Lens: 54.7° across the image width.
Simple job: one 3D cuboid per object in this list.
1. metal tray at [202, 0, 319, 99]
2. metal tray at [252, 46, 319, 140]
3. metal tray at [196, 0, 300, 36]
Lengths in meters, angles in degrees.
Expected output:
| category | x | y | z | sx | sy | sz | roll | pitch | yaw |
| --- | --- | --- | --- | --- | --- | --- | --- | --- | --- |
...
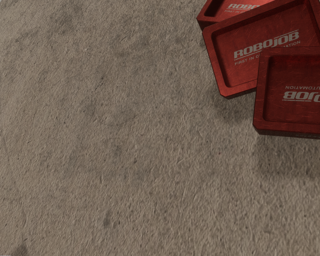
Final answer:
| category | x | y | z | sx | sy | sz | roll | pitch | yaw |
| --- | --- | --- | --- | --- | --- | --- | --- | --- | --- |
| metal tray | 0.125 | -0.096 | 0.367 | 0.130 | 0.030 | 0.090 | -17 | 84 | 18 |
| metal tray | 0.166 | -0.035 | 0.311 | 0.130 | 0.030 | 0.090 | 5 | 80 | 23 |
| metal tray | 0.128 | -0.169 | 0.436 | 0.130 | 0.030 | 0.090 | 20 | 72 | 35 |
